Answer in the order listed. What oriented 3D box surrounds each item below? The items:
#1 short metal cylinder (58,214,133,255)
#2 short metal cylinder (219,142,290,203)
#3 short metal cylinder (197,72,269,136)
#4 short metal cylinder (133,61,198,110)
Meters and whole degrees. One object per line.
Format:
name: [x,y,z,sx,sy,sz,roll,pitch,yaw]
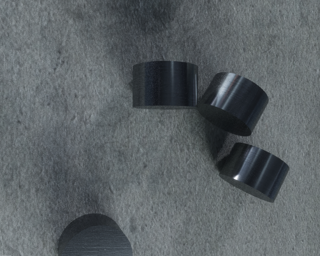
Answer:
short metal cylinder: [-0.078,0.148,0.368,0.081,0.050,0.079,0,90,-21]
short metal cylinder: [0.129,0.062,0.429,0.080,0.080,0.050,32,80,-18]
short metal cylinder: [0.097,-0.031,0.417,0.080,0.080,0.050,34,79,-17]
short metal cylinder: [0.007,-0.050,0.383,0.081,0.080,0.050,0,90,-20]
